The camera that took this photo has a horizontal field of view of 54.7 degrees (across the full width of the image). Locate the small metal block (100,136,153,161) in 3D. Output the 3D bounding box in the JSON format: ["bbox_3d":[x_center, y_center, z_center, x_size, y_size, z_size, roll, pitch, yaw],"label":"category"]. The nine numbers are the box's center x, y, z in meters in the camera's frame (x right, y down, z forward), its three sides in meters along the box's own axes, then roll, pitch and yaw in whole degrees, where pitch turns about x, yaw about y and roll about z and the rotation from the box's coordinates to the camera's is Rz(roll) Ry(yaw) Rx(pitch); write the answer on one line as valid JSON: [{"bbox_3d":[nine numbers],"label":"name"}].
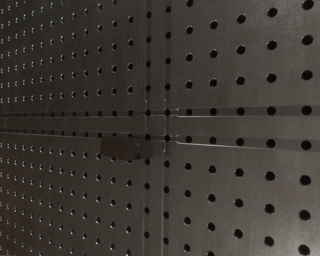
[{"bbox_3d":[-0.046,0.027,0.429,0.050,0.050,0.025,9,96,39],"label":"small metal block"}]
